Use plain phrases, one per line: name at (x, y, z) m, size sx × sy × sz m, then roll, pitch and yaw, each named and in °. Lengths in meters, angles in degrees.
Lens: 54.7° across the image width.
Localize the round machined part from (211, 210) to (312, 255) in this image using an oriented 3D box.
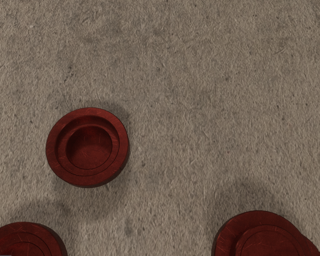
round machined part at (0.103, 0.132, 0.308) m, size 0.099 × 0.042 × 0.098 m, roll 0°, pitch 70°, yaw 0°

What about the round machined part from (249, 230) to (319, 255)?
round machined part at (0.127, 0.160, 0.342) m, size 0.099 × 0.042 × 0.098 m, roll 0°, pitch 70°, yaw -1°

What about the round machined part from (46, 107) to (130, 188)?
round machined part at (-0.087, 0.027, 0.388) m, size 0.099 × 0.042 × 0.098 m, roll 0°, pitch 70°, yaw -1°

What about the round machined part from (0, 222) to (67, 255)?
round machined part at (-0.150, 0.155, 0.341) m, size 0.099 × 0.042 × 0.098 m, roll 0°, pitch 70°, yaw -1°
